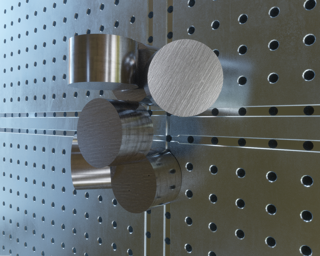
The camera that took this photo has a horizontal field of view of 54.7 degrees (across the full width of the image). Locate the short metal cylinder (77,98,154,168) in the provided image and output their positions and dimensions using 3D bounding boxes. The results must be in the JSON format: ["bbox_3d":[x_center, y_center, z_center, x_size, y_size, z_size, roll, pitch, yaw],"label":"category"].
[{"bbox_3d":[-0.055,0.006,0.372,0.080,0.050,0.079,0,90,40],"label":"short metal cylinder"}]

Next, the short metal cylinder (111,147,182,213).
[{"bbox_3d":[-0.019,0.067,0.408,0.080,0.050,0.079,1,91,39],"label":"short metal cylinder"}]

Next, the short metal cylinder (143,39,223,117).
[{"bbox_3d":[0.023,-0.055,0.345,0.050,0.081,0.079,-138,56,-78],"label":"short metal cylinder"}]

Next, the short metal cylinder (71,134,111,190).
[{"bbox_3d":[-0.093,0.047,0.444,0.050,0.080,0.080,-2,89,-4],"label":"short metal cylinder"}]

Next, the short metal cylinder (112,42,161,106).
[{"bbox_3d":[-0.021,-0.069,0.410,0.080,0.050,0.079,1,91,40],"label":"short metal cylinder"}]

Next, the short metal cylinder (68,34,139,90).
[{"bbox_3d":[-0.065,-0.073,0.360,0.080,0.081,0.050,1,91,40],"label":"short metal cylinder"}]
